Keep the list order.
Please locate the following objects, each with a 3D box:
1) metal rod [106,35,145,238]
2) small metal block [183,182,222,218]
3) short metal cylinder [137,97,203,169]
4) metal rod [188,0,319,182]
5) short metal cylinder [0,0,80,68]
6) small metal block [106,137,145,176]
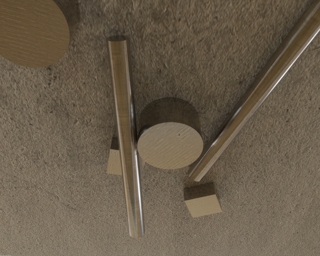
[{"bbox_3d":[-0.040,0.033,0.403,0.025,0.025,0.298,-1,121,1],"label":"metal rod"},{"bbox_3d":[0.071,0.119,0.509,0.050,0.025,0.050,-15,129,12],"label":"small metal block"},{"bbox_3d":[0.013,0.008,0.397,0.081,0.050,0.079,0,130,0],"label":"short metal cylinder"},{"bbox_3d":[0.112,-0.034,0.379,0.025,0.025,0.298,18,128,-15],"label":"metal rod"},{"bbox_3d":[-0.123,-0.106,0.299,0.081,0.050,0.079,0,130,0],"label":"short metal cylinder"},{"bbox_3d":[-0.047,0.043,0.443,0.050,0.025,0.050,9,130,-8],"label":"small metal block"}]
